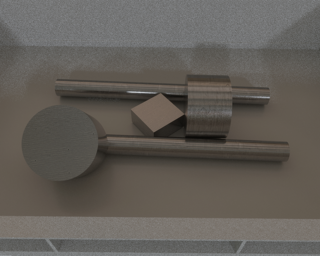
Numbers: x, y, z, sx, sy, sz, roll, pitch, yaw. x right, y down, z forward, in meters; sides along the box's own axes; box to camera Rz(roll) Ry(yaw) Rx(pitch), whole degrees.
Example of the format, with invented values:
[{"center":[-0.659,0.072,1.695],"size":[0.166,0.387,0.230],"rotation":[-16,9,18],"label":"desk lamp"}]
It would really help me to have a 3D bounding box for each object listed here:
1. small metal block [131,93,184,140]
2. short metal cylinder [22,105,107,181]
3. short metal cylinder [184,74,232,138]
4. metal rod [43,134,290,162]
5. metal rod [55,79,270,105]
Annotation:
[{"center":[-0.003,-0.013,0.414],"size":[0.050,0.025,0.050],"rotation":[-31,57,-24],"label":"small metal block"},{"center":[-0.104,0.018,0.348],"size":[0.081,0.050,0.080],"rotation":[0,84,1],"label":"short metal cylinder"},{"center":[0.057,-0.027,0.391],"size":[0.050,0.080,0.080],"rotation":[1,50,1],"label":"short metal cylinder"},{"center":[0.004,0.023,0.383],"size":[0.302,0.025,0.025],"rotation":[2,50,1],"label":"metal rod"},{"center":[0.003,-0.052,0.446],"size":[0.302,0.025,0.025],"rotation":[3,50,1],"label":"metal rod"}]
